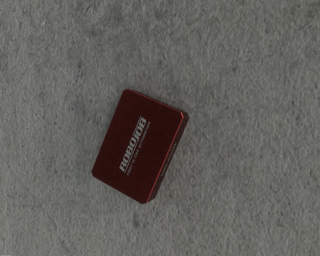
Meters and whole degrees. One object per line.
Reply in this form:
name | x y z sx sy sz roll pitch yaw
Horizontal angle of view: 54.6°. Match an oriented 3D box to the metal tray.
metal tray | -0.028 0.023 0.417 0.090 0.030 0.129 25 98 18
